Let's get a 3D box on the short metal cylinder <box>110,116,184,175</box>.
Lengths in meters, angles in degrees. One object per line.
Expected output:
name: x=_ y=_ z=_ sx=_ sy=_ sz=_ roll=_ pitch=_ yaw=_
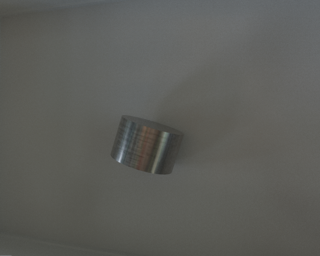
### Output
short metal cylinder: x=-0.016 y=0.020 z=0.387 sx=0.080 sy=0.080 sz=0.050 roll=19 pitch=97 yaw=19
